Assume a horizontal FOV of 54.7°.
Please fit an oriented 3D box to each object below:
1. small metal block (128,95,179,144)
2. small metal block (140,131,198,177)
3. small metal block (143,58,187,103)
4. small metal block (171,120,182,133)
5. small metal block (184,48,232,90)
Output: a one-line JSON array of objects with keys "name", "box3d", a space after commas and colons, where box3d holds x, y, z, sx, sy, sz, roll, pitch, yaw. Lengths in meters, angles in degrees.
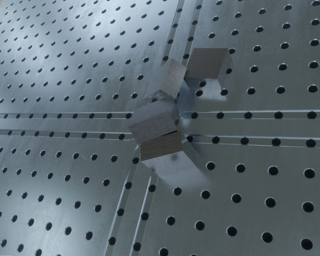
[{"name": "small metal block", "box3d": [-0.006, -0.011, 0.370, 0.050, 0.025, 0.050, -21, 22, 15]}, {"name": "small metal block", "box3d": [0.011, 0.032, 0.366, 0.050, 0.050, 0.025, -16, 56, 19]}, {"name": "small metal block", "box3d": [0.007, -0.061, 0.426, 0.050, 0.025, 0.050, -21, 45, 59]}, {"name": "small metal block", "box3d": [0.000, 0.001, 0.407, 0.050, 0.025, 0.050, -23, 53, 13]}, {"name": "small metal block", "box3d": [0.065, -0.081, 0.423, 0.050, 0.025, 0.050, 9, 66, 31]}]
